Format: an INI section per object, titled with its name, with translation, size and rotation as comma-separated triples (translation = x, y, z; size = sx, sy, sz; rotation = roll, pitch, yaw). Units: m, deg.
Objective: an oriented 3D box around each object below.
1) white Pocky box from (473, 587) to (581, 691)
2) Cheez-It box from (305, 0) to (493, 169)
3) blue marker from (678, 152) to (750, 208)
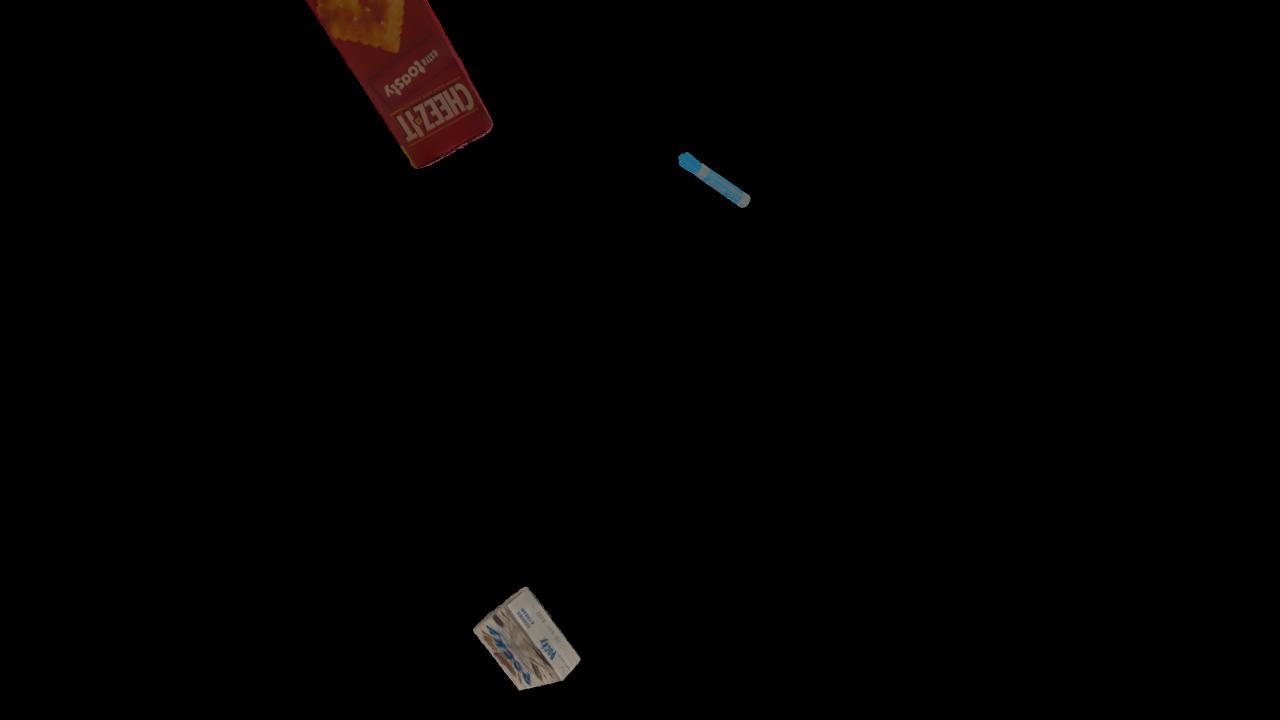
[white Pocky box]
translation = -0.114, 0.275, 0.599
size = 0.028, 0.084, 0.154
rotation = -35, -10, -38
[Cheez-It box]
translation = -0.191, -0.256, 0.429
size = 0.071, 0.223, 0.166
rotation = -30, 29, -3
[blue marker]
translation = 0.093, -0.226, 0.773
size = 0.121, 0.020, 0.020
rotation = 21, -13, -37
